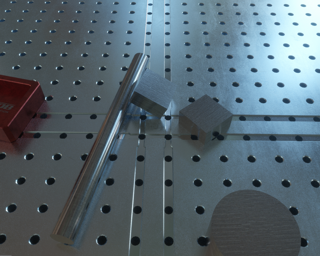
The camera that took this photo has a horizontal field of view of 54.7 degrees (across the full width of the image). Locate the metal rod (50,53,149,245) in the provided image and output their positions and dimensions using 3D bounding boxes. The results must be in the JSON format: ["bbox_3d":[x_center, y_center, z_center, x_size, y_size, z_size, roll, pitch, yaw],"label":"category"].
[{"bbox_3d":[-0.064,0.001,0.406,0.025,0.025,0.300,10,51,8],"label":"metal rod"}]

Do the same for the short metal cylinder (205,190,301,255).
[{"bbox_3d":[0.087,0.108,0.302,0.081,0.050,0.080,0,50,0],"label":"short metal cylinder"}]

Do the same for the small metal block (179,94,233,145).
[{"bbox_3d":[0.061,-0.012,0.419,0.050,0.025,0.050,-33,58,-25],"label":"small metal block"}]

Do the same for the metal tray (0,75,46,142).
[{"bbox_3d":[-0.242,-0.035,0.430,0.131,0.030,0.090,11,51,9],"label":"metal tray"}]

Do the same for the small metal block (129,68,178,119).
[{"bbox_3d":[-0.009,-0.049,0.437,0.050,0.025,0.050,28,52,-8],"label":"small metal block"}]
